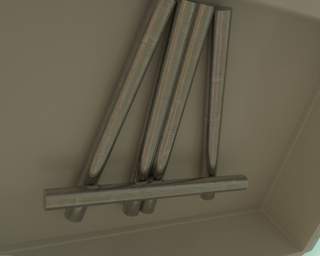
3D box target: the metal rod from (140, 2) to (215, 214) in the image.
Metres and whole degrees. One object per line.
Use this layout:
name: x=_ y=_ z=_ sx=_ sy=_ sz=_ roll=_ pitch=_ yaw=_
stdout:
metal rod: x=0.014 y=-0.008 z=0.410 sx=0.025 sy=0.025 sz=0.298 roll=1 pitch=118 yaw=-29

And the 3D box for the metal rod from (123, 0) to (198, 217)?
metal rod: x=-0.007 y=-0.008 z=0.398 sx=0.025 sy=0.025 sz=0.298 roll=1 pitch=118 yaw=-29

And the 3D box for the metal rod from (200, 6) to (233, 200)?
metal rod: x=0.076 y=-0.013 z=0.440 sx=0.025 sy=0.025 sz=0.298 roll=-15 pitch=125 yaw=-20

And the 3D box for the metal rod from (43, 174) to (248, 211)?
metal rod: x=0.001 y=0.085 z=0.426 sx=0.303 sy=0.025 sz=0.025 roll=1 pitch=118 yaw=-29

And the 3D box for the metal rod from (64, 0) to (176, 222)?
metal rod: x=-0.055 y=-0.010 z=0.371 sx=0.025 sy=0.025 sz=0.298 roll=13 pitch=112 yaw=-34
